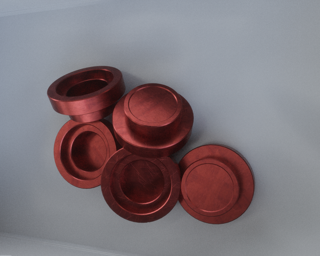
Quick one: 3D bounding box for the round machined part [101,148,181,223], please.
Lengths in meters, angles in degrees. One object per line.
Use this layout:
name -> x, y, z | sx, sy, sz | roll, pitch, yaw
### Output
round machined part -> -0.021, 0.066, 0.394 | 0.099, 0.042, 0.097 | 1, 96, 6

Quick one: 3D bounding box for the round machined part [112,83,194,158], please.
round machined part -> -0.008, -0.016, 0.373 | 0.099, 0.042, 0.098 | 1, 53, -1

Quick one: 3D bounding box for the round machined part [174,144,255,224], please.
round machined part -> 0.064, 0.069, 0.376 | 0.098, 0.042, 0.097 | 0, 90, 19

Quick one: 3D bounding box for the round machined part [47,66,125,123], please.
round machined part -> -0.094, -0.043, 0.413 | 0.098, 0.098, 0.042 | 3, 126, 19

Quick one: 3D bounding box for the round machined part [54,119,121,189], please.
round machined part -> -0.094, 0.032, 0.431 | 0.098, 0.042, 0.097 | 0, 90, 19
